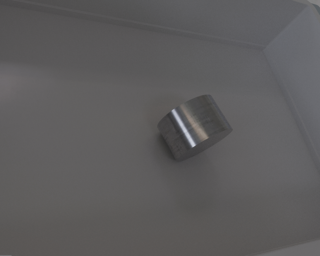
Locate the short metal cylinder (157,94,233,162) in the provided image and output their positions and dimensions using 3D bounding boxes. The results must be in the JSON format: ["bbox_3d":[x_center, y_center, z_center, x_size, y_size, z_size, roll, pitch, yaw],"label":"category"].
[{"bbox_3d":[0.044,0.001,0.393,0.081,0.080,0.050,-19,72,-35],"label":"short metal cylinder"}]
